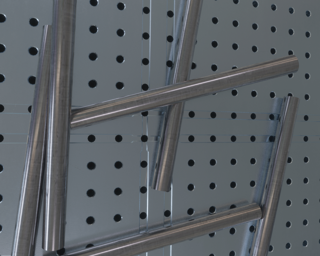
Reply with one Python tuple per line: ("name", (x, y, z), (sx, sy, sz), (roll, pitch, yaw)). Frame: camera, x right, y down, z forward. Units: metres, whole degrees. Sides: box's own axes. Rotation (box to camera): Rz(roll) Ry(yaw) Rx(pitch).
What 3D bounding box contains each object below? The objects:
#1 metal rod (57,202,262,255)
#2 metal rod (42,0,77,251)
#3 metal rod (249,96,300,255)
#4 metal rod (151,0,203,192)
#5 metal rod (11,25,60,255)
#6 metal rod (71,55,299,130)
("metal rod", (0.004, 0.146, 0.414), (0.302, 0.025, 0.025), (-9, 93, -20))
("metal rod", (-0.114, -0.011, 0.350), (0.025, 0.025, 0.298), (3, 94, -20))
("metal rod", (0.172, 0.098, 0.475), (0.025, 0.025, 0.299), (16, 85, -19))
("metal rod", (0.027, -0.065, 0.422), (0.025, 0.025, 0.299), (11, 86, -20))
("metal rod", (-0.143, 0.031, 0.359), (0.025, 0.025, 0.299), (8, 87, -20))
("metal rod", (0.036, -0.048, 0.396), (0.302, 0.025, 0.025), (-15, 95, -9))
